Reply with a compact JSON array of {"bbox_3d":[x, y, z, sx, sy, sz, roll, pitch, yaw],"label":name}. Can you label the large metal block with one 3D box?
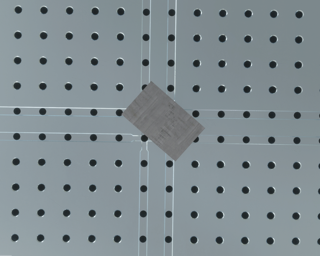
[{"bbox_3d":[0.004,-0.008,0.386,0.080,0.080,0.050,41,90,-1],"label":"large metal block"}]
